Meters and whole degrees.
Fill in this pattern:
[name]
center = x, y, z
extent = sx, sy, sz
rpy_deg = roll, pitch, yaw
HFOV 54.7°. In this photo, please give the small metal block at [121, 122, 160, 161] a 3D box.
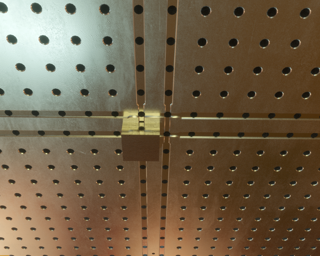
[small metal block]
center = -0.026, 0.020, 0.428
extent = 0.050, 0.025, 0.050
rpy_deg = 1, 130, -1
